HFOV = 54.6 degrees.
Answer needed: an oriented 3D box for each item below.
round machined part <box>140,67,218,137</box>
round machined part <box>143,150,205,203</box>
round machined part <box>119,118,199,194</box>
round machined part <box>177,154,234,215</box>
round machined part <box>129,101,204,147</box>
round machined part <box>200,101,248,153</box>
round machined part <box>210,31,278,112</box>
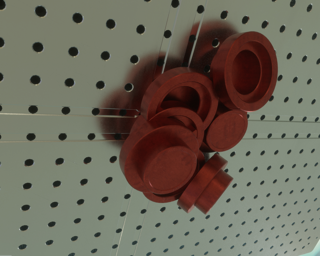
[{"bbox_3d":[0.021,-0.031,0.392,0.099,0.042,0.097,-14,124,-21],"label":"round machined part"},{"bbox_3d":[0.011,0.055,0.439,0.099,0.042,0.097,-14,124,-21],"label":"round machined part"},{"bbox_3d":[0.005,0.040,0.372,0.099,0.042,0.097,-14,124,-21],"label":"round machined part"},{"bbox_3d":[0.072,0.089,0.462,0.098,0.042,0.098,-46,162,-19],"label":"round machined part"},{"bbox_3d":[0.005,0.008,0.407,0.099,0.042,0.097,-14,124,-21],"label":"round machined part"},{"bbox_3d":[0.085,-0.005,0.442,0.099,0.042,0.097,-14,124,-21],"label":"round machined part"},{"bbox_3d":[0.103,-0.071,0.397,0.099,0.042,0.097,-6,101,-34],"label":"round machined part"}]
